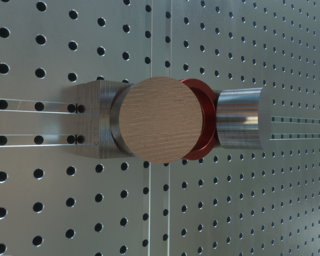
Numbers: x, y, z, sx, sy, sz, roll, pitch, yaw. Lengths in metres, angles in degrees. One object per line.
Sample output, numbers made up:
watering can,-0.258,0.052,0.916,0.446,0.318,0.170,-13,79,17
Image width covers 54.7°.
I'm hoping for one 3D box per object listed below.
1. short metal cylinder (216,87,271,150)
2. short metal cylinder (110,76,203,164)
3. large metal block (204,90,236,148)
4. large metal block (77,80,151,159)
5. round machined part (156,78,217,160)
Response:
short metal cylinder,0.111,-0.012,0.404,0.080,0.050,0.080,1,89,-60
short metal cylinder,-0.006,-0.008,0.306,0.081,0.050,0.079,0,91,-19
large metal block,0.070,-0.013,0.451,0.081,0.050,0.080,-1,91,-40
large metal block,-0.046,-0.008,0.354,0.081,0.050,0.080,1,90,-40
round machined part,0.028,-0.011,0.383,0.099,0.042,0.097,0,90,-40
